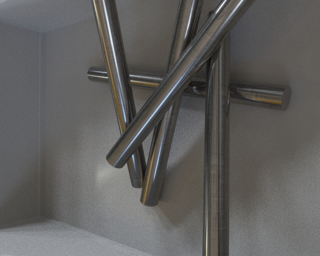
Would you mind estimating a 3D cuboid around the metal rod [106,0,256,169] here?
[{"bbox_3d":[0.029,-0.065,0.319,0.298,0.025,0.025,-51,60,25],"label":"metal rod"}]

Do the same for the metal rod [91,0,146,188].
[{"bbox_3d":[-0.048,-0.057,0.365,0.025,0.025,0.298,14,124,39],"label":"metal rod"}]

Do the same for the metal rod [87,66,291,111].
[{"bbox_3d":[0.010,-0.057,0.396,0.300,0.025,0.025,14,99,38],"label":"metal rod"}]

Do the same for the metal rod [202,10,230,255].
[{"bbox_3d":[0.057,0.026,0.311,0.025,0.025,0.298,-5,79,39],"label":"metal rod"}]

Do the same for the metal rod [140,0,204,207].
[{"bbox_3d":[0.013,-0.037,0.363,0.025,0.025,0.298,28,117,36],"label":"metal rod"}]
